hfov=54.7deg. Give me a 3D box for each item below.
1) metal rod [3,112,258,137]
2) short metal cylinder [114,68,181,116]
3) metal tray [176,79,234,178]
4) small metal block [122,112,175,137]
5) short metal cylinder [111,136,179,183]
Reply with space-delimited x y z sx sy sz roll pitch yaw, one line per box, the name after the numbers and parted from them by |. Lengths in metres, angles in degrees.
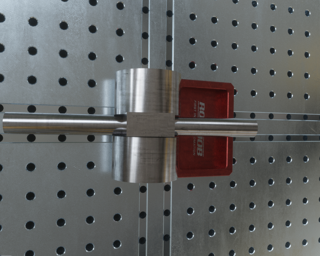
-0.025 -0.003 0.378 0.302 0.025 0.025 1 90 -11 | metal rod
-0.015 -0.040 0.376 0.081 0.080 0.050 1 90 -20 | short metal cylinder
0.055 0.001 0.430 0.091 0.030 0.129 1 90 -20 | metal tray
-0.014 -0.004 0.343 0.050 0.050 0.025 1 90 -12 | small metal block
-0.018 0.035 0.376 0.081 0.080 0.050 1 90 -20 | short metal cylinder
